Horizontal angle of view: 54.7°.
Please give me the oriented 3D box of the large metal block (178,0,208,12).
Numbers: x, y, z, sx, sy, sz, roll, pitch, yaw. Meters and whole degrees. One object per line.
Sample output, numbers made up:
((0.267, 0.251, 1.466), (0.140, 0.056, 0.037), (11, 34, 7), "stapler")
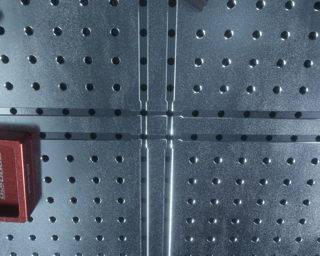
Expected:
((0.030, -0.183, 0.333), (0.080, 0.050, 0.080), (29, 107, -10), "large metal block")

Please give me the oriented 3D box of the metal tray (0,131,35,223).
((-0.229, 0.068, 0.433), (0.091, 0.030, 0.129), (5, 110, -2), "metal tray")
